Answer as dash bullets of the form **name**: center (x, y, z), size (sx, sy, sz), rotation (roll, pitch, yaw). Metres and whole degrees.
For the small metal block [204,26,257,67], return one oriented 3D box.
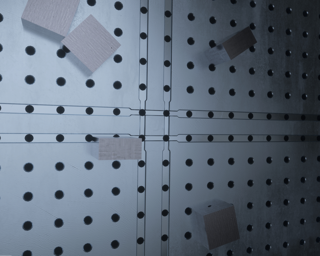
- **small metal block**: center (0.098, -0.114, 0.437), size (0.050, 0.050, 0.025), rotation (-35, 102, -17)

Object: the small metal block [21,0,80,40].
- **small metal block**: center (-0.128, -0.137, 0.365), size (0.050, 0.025, 0.050), rotation (21, 83, -19)

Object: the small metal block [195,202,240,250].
- **small metal block**: center (0.082, 0.139, 0.445), size (0.050, 0.025, 0.050), rotation (-12, 94, -20)

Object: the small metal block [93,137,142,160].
- **small metal block**: center (-0.054, 0.024, 0.380), size (0.050, 0.050, 0.025), rotation (1, 90, -20)

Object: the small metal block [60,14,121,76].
- **small metal block**: center (-0.086, -0.101, 0.381), size (0.050, 0.025, 0.050), rotation (45, 76, -15)
